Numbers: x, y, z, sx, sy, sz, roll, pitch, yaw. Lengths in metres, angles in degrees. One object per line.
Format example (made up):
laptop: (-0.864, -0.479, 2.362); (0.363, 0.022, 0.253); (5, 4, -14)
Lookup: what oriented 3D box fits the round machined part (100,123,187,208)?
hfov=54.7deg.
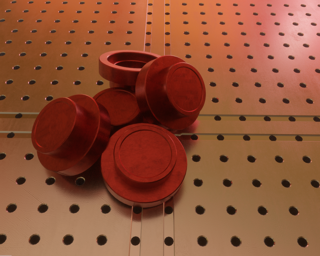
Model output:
round machined part: (-0.018, 0.036, 0.350); (0.099, 0.042, 0.098); (3, 61, -6)

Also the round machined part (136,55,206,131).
round machined part: (0.021, -0.046, 0.397); (0.042, 0.098, 0.098); (-9, 33, 50)

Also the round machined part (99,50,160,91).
round machined part: (-0.038, -0.078, 0.447); (0.099, 0.042, 0.098); (5, 29, -2)

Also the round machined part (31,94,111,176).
round machined part: (-0.110, 0.003, 0.361); (0.098, 0.042, 0.098); (-13, 61, 26)

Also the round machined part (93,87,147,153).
round machined part: (-0.056, -0.016, 0.408); (0.099, 0.042, 0.098); (0, 50, 0)
